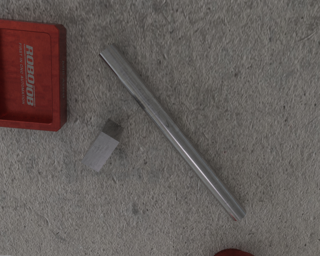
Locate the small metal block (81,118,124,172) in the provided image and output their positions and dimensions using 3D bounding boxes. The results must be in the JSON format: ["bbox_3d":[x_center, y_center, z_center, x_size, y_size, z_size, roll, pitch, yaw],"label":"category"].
[{"bbox_3d":[-0.074,0.021,0.404,0.025,0.050,0.050,33,107,-12],"label":"small metal block"}]

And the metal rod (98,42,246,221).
[{"bbox_3d":[0.026,0.016,0.415,0.025,0.025,0.300,-36,107,12],"label":"metal rod"}]

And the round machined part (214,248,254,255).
[{"bbox_3d":[0.114,0.231,0.487,0.099,0.042,0.097,0,110,0],"label":"round machined part"}]

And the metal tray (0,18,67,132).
[{"bbox_3d":[-0.165,-0.064,0.381,0.091,0.030,0.129,5,110,-2],"label":"metal tray"}]
